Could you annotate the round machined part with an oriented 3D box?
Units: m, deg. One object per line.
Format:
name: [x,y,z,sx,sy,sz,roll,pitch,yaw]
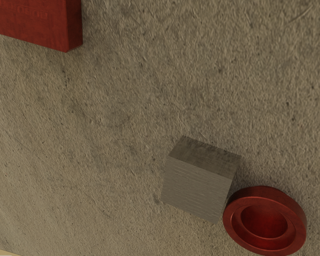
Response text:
round machined part: [0.134,0.113,0.395,0.098,0.042,0.097,13,124,20]

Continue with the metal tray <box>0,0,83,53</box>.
metal tray: [-0.162,-0.156,0.391,0.130,0.030,0.089,18,126,17]

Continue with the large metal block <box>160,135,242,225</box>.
large metal block: [0.052,0.067,0.404,0.080,0.050,0.079,20,126,16]
